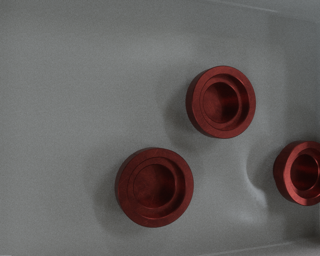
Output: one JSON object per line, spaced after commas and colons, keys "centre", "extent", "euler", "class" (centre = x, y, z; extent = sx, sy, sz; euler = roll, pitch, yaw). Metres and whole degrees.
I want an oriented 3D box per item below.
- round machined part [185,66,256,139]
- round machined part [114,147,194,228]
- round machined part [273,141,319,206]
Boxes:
{"centre": [0.080, -0.034, 0.431], "extent": [0.099, 0.042, 0.097], "euler": [0, 90, -20], "class": "round machined part"}
{"centre": [-0.010, 0.073, 0.398], "extent": [0.099, 0.042, 0.097], "euler": [0, 90, -20], "class": "round machined part"}
{"centre": [0.217, 0.068, 0.481], "extent": [0.099, 0.042, 0.097], "euler": [0, 90, -20], "class": "round machined part"}
